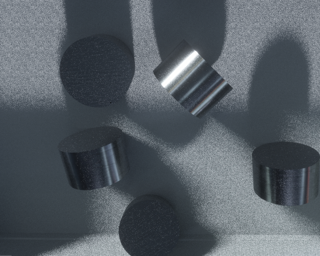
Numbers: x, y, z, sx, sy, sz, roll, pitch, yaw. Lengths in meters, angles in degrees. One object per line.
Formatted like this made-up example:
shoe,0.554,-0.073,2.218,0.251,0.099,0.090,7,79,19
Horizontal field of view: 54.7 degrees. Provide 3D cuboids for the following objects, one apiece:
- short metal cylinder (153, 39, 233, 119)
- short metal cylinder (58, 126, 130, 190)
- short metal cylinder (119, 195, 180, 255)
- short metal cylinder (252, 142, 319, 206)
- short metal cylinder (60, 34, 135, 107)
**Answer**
short metal cylinder,0.038,-0.057,0.361,0.080,0.080,0.050,42,105,-14
short metal cylinder,-0.082,0.036,0.394,0.080,0.080,0.050,-9,110,3
short metal cylinder,-0.015,0.137,0.433,0.081,0.050,0.080,0,86,-2
short metal cylinder,0.163,0.057,0.404,0.080,0.080,0.050,-7,110,2
short metal cylinder,-0.072,-0.070,0.371,0.081,0.050,0.079,0,110,0
